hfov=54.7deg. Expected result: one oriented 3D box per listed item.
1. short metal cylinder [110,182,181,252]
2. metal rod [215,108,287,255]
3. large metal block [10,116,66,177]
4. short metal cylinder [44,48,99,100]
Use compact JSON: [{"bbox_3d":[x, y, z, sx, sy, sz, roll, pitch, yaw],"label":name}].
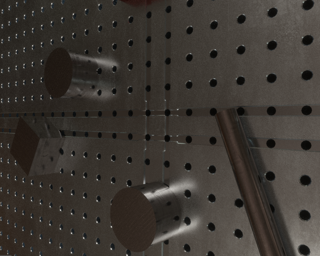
[{"bbox_3d":[-0.019,0.114,0.407,0.080,0.050,0.079,0,90,39],"label":"short metal cylinder"},{"bbox_3d":[0.113,0.123,0.314,0.025,0.025,0.299,-25,74,37],"label":"metal rod"},{"bbox_3d":[-0.230,0.032,0.579,0.080,0.050,0.079,37,113,33],"label":"large metal block"},{"bbox_3d":[-0.146,-0.088,0.511,0.080,0.050,0.079,0,90,39],"label":"short metal cylinder"}]
